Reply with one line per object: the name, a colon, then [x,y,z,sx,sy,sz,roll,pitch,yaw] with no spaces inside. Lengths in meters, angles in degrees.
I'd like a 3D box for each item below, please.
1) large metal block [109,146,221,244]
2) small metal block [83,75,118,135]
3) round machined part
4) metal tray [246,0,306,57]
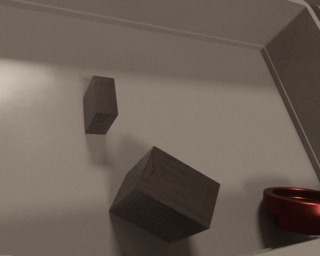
large metal block: [0.003,0.074,0.328,0.080,0.080,0.050,31,52,-9]
small metal block: [-0.072,-0.026,0.368,0.025,0.050,0.050,4,60,-27]
round machined part: [0.186,0.108,0.405,0.099,0.098,0.042,2,91,-28]
metal tray: [0.259,-0.224,0.684,0.130,0.030,0.090,33,51,-7]
